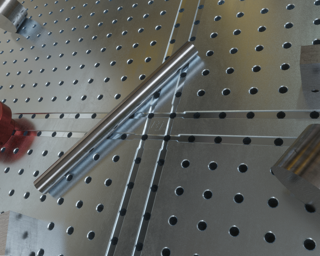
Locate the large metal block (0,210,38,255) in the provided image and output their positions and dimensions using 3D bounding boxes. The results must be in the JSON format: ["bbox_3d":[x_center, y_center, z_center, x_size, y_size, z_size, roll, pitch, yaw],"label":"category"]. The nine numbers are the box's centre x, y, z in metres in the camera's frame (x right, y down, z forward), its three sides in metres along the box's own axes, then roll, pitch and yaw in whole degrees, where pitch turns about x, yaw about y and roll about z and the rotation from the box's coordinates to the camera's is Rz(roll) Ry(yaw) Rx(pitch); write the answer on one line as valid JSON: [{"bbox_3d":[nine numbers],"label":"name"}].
[{"bbox_3d":[-0.211,0.164,0.403,0.080,0.050,0.080,-22,53,15],"label":"large metal block"}]

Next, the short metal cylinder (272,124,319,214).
[{"bbox_3d":[0.147,0.041,0.270,0.050,0.080,0.080,-48,51,-5],"label":"short metal cylinder"}]

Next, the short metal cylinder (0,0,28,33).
[{"bbox_3d":[-0.364,-0.272,0.732,0.080,0.080,0.050,11,68,33],"label":"short metal cylinder"}]

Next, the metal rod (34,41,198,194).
[{"bbox_3d":[-0.062,-0.016,0.450,0.300,0.025,0.025,-43,51,-2],"label":"metal rod"}]

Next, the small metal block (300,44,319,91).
[{"bbox_3d":[0.182,-0.065,0.337,0.050,0.050,0.025,1,63,29],"label":"small metal block"}]

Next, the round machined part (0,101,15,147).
[{"bbox_3d":[-0.304,0.000,0.558,0.098,0.042,0.098,-13,56,21],"label":"round machined part"}]
